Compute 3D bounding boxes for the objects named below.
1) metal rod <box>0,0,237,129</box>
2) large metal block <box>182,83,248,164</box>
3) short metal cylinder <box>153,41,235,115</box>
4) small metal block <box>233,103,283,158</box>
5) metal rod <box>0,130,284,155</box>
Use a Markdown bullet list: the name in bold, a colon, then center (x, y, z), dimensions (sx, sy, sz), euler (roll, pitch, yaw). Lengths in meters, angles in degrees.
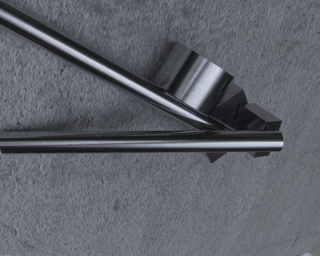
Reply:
- **metal rod**: center (-0.032, -0.049, 0.324), dimensions (0.302, 0.025, 0.025), euler (26, 104, -26)
- **large metal block**: center (0.078, -0.011, 0.428), dimensions (0.080, 0.050, 0.080), euler (-35, 129, -4)
- **short metal cylinder**: center (0.040, -0.058, 0.362), dimensions (0.080, 0.080, 0.050), euler (23, 106, -37)
- **small metal block**: center (0.120, 0.002, 0.392), dimensions (0.025, 0.050, 0.050), euler (-4, 121, -26)
- **metal rod**: center (-0.015, 0.015, 0.342), dimensions (0.302, 0.025, 0.025), euler (0, 121, -5)
